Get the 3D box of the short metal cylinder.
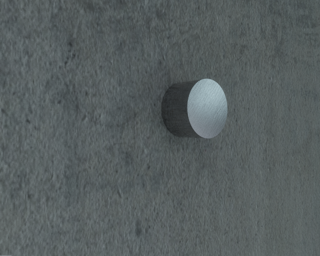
[{"bbox_3d":[0.049,-0.026,0.432,0.081,0.050,0.079,0,90,-40],"label":"short metal cylinder"}]
